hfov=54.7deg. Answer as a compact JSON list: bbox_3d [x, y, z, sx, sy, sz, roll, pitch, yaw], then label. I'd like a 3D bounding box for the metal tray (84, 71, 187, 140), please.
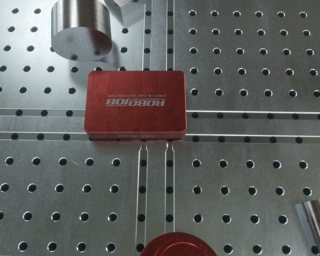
[{"bbox_3d":[-0.031,-0.031,0.420,0.131,0.030,0.090,0,70,0],"label":"metal tray"}]

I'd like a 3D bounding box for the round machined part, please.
[{"bbox_3d":[0.023,0.157,0.327,0.099,0.042,0.098,6,47,-7],"label":"round machined part"}]

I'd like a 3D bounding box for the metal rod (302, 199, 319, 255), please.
[{"bbox_3d":[0.215,0.227,0.329,0.025,0.025,0.299,-10,70,-4],"label":"metal rod"}]

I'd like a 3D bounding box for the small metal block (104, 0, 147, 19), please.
[{"bbox_3d":[-0.056,-0.210,0.488,0.050,0.025,0.050,-38,75,-13],"label":"small metal block"}]

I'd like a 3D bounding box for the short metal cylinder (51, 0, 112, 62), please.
[{"bbox_3d":[-0.109,-0.135,0.431,0.081,0.080,0.050,-6,70,-2],"label":"short metal cylinder"}]
